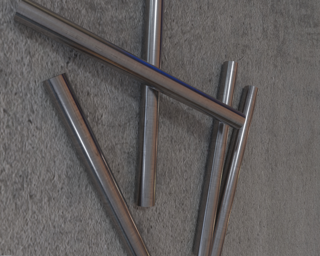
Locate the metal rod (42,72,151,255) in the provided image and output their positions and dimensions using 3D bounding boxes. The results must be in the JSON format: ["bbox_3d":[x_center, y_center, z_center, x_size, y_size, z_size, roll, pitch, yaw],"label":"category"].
[{"bbox_3d":[-0.055,0.081,0.358,0.025,0.025,0.299,-34,111,-35],"label":"metal rod"}]

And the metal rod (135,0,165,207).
[{"bbox_3d":[-0.012,-0.053,0.394,0.025,0.025,0.298,4,87,-40],"label":"metal rod"}]

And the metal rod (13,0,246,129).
[{"bbox_3d":[-0.011,-0.062,0.364,0.302,0.025,0.025,23,75,-28],"label":"metal rod"}]

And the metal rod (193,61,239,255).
[{"bbox_3d":[0.088,0.042,0.477,0.025,0.025,0.299,17,79,-39],"label":"metal rod"}]

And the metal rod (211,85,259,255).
[{"bbox_3d":[0.117,0.071,0.502,0.025,0.025,0.299,27,73,-37],"label":"metal rod"}]
